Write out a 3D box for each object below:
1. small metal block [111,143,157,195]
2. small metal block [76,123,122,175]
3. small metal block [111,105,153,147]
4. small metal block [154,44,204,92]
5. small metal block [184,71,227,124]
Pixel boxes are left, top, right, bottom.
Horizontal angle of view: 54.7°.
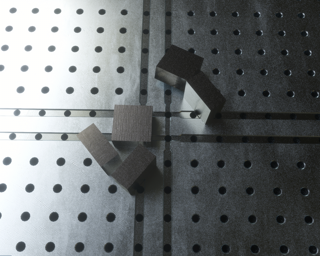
[{"bbox_3d":[-0.030,0.052,0.379,0.025,0.050,0.050,38,74,12],"label":"small metal block"},{"bbox_3d":[-0.074,0.028,0.387,0.025,0.050,0.050,-38,75,-13],"label":"small metal block"},{"bbox_3d":[-0.036,-0.003,0.412,0.050,0.025,0.050,2,70,0],"label":"small metal block"},{"bbox_3d":[0.027,-0.084,0.438,0.050,0.025,0.050,26,59,9],"label":"small metal block"},{"bbox_3d":[0.058,-0.039,0.414,0.025,0.050,0.050,-33,74,-11],"label":"small metal block"}]
